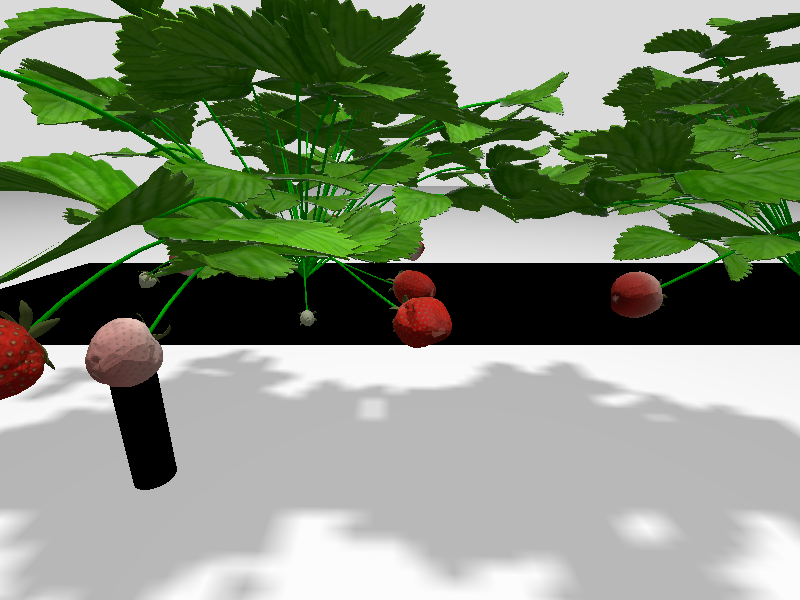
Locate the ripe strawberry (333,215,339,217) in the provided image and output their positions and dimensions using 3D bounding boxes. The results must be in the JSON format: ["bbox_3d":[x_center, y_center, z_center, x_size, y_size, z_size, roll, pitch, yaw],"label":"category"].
[{"bbox_3d":[-0.092,-0.106,0.581,0.033,0.035,0.036,0,17,-2],"label":"ripe strawberry"}]

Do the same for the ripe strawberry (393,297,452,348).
[{"bbox_3d":[0.013,0.013,0.211,0.031,0.028,0.028,-11,21,-31],"label":"ripe strawberry"}]

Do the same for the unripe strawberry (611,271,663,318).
[{"bbox_3d":[0.152,-0.002,0.261,0.032,0.031,0.030,-9,20,-24],"label":"unripe strawberry"}]

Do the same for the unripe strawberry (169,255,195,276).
[{"bbox_3d":[-0.193,-0.038,0.367,0.033,0.029,0.033,1,18,6],"label":"unripe strawberry"}]

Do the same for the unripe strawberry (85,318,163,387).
[{"bbox_3d":[-0.121,0.024,0.174,0.026,0.030,0.029,3,25,10],"label":"unripe strawberry"}]

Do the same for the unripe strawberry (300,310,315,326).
[{"bbox_3d":[-0.057,0.012,0.247,0.009,0.010,0.010,-4,19,-13],"label":"unripe strawberry"}]

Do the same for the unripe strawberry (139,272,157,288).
[{"bbox_3d":[-0.207,-0.016,0.327,0.013,0.013,0.012,31,7,-22],"label":"unripe strawberry"}]

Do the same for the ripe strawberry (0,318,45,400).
[{"bbox_3d":[-0.169,0.025,0.157,0.042,0.037,0.038,7,29,21],"label":"ripe strawberry"}]

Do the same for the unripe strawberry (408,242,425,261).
[{"bbox_3d":[0.016,-0.056,0.437,0.027,0.026,0.025,-13,22,-38],"label":"unripe strawberry"}]

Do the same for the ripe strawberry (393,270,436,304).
[{"bbox_3d":[0.011,-0.008,0.279,0.030,0.025,0.030,15,23,38],"label":"ripe strawberry"}]
